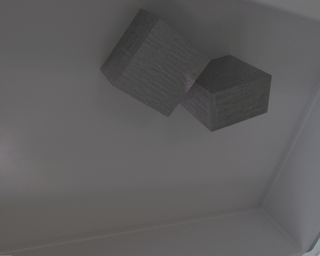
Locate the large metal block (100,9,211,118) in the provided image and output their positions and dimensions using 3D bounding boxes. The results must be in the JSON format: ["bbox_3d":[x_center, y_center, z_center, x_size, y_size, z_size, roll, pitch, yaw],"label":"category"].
[{"bbox_3d":[-0.006,-0.070,0.346,0.080,0.050,0.080,28,103,-38],"label":"large metal block"}]

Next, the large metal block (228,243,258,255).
[{"bbox_3d":[0.191,0.317,0.676,0.050,0.080,0.079,-15,125,-20],"label":"large metal block"}]

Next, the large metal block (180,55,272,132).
[{"bbox_3d":[0.077,-0.047,0.386,0.081,0.080,0.050,-18,126,-18],"label":"large metal block"}]
